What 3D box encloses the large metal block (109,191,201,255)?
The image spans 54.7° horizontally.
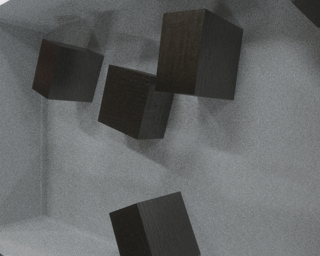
[{"bbox_3d":[-0.005,0.128,0.375,0.050,0.081,0.080,-29,72,36],"label":"large metal block"}]

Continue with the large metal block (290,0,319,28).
[{"bbox_3d":[0.143,-0.137,0.252,0.080,0.081,0.050,-37,68,34],"label":"large metal block"}]

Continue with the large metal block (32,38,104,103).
[{"bbox_3d":[-0.145,-0.089,0.491,0.050,0.081,0.079,29,108,36],"label":"large metal block"}]

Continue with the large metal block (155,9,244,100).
[{"bbox_3d":[0.044,-0.074,0.335,0.050,0.081,0.079,11,97,39],"label":"large metal block"}]

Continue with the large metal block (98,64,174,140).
[{"bbox_3d":[-0.032,-0.035,0.417,0.080,0.050,0.079,22,104,38],"label":"large metal block"}]
